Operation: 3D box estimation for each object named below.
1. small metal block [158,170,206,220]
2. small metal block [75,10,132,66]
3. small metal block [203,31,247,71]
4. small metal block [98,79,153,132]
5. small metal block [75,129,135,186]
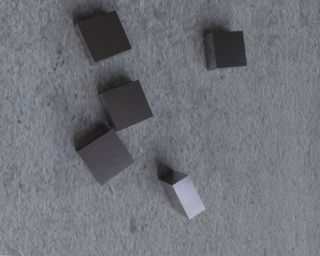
[{"bbox_3d":[0.028,0.086,0.407,0.025,0.050,0.050,-29,100,-18],"label":"small metal block"},{"bbox_3d":[-0.070,-0.111,0.384,0.050,0.025,0.050,-26,99,-18],"label":"small metal block"},{"bbox_3d":[0.094,-0.110,0.445,0.050,0.025,0.050,-9,93,-20],"label":"small metal block"},{"bbox_3d":[-0.044,-0.028,0.394,0.050,0.025,0.050,-24,98,-19],"label":"small metal block"},{"bbox_3d":[-0.068,0.035,0.385,0.050,0.025,0.050,-35,102,-17],"label":"small metal block"}]
